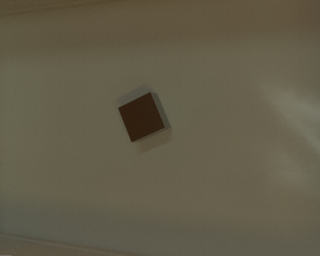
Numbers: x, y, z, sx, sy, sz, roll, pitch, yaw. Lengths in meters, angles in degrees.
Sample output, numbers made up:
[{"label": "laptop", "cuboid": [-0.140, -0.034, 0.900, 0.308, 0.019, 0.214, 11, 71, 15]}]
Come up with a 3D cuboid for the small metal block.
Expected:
[{"label": "small metal block", "cuboid": [-0.021, -0.014, 0.413, 0.050, 0.025, 0.050, -24, 82, 18]}]
